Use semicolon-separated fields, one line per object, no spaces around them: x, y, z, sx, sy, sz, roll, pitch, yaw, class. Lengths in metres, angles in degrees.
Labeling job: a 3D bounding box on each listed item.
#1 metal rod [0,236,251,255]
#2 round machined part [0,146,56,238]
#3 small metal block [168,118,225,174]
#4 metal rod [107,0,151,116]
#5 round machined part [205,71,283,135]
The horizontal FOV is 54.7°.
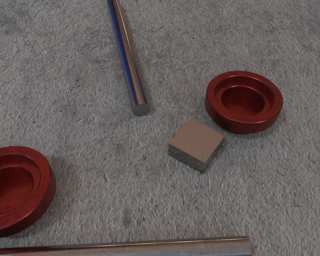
-0.065;0.124;0.298;0.302;0.025;0.025;-2;50;-2;metal rod
-0.162;0.070;0.332;0.099;0.042;0.098;0;50;0;round machined part
0.045;0.021;0.386;0.050;0.025;0.050;28;55;21;small metal block
-0.059;-0.136;0.517;0.025;0.025;0.300;-10;51;-8;metal rod
0.110;-0.030;0.418;0.099;0.042;0.098;0;50;0;round machined part
